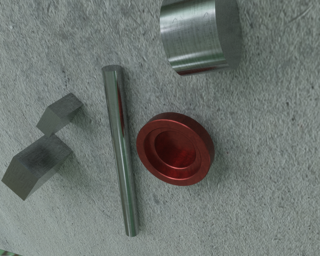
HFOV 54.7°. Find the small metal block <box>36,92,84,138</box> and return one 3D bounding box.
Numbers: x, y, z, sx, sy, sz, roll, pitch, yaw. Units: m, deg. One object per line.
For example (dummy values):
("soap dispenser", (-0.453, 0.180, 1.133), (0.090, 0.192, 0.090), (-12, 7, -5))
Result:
("small metal block", (-0.147, -0.019, 0.454), (0.025, 0.050, 0.050), (44, 129, -3))

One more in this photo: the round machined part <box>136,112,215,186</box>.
("round machined part", (0.023, 0.023, 0.397), (0.098, 0.042, 0.097), (13, 124, 20))

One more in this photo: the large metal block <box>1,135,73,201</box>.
("large metal block", (-0.204, 0.062, 0.514), (0.050, 0.080, 0.080), (43, 129, -2))

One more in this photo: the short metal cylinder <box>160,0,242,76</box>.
("short metal cylinder", (0.042, -0.092, 0.292), (0.050, 0.080, 0.080), (-3, 117, 29))

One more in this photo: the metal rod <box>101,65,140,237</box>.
("metal rod", (-0.055, 0.053, 0.466), (0.025, 0.025, 0.298), (11, 123, 22))
